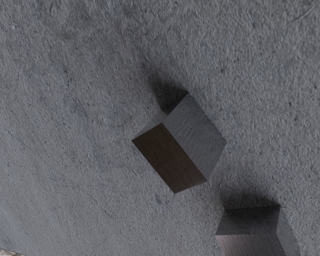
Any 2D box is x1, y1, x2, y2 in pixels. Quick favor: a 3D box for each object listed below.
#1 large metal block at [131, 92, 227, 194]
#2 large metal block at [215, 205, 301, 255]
[{"bbox_3d":[0.026,0.016,0.368,0.050,0.080,0.080,-31,101,38],"label":"large metal block"},{"bbox_3d":[0.133,0.155,0.416,0.080,0.050,0.080,-16,110,34],"label":"large metal block"}]
